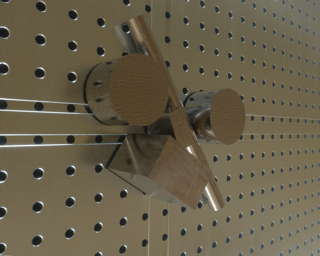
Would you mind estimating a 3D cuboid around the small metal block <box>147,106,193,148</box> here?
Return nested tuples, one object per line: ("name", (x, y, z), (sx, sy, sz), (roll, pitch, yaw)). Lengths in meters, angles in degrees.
("small metal block", (0.010, 0.001, 0.396), (0.025, 0.050, 0.050), (-27, 107, -37))

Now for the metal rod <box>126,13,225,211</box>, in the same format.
("metal rod", (0.029, -0.008, 0.429), (0.025, 0.025, 0.299), (-39, 114, -33))

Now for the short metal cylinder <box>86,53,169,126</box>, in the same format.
("short metal cylinder", (-0.037, -0.042, 0.357), (0.081, 0.050, 0.079), (0, 90, -40))

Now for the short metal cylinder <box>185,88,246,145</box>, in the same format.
("short metal cylinder", (0.081, -0.016, 0.456), (0.081, 0.050, 0.079), (0, 90, -40))

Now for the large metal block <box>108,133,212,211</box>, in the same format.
("large metal block", (0.000, 0.050, 0.368), (0.080, 0.080, 0.050), (41, 66, -32))
